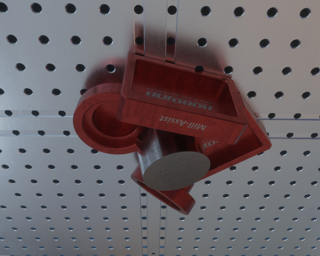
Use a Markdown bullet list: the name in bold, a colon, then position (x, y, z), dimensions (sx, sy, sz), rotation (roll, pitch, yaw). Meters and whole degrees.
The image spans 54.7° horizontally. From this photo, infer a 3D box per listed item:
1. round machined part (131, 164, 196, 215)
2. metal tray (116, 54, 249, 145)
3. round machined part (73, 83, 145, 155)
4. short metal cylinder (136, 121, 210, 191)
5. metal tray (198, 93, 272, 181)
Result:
- **round machined part**: position (0.010, 0.080, 0.446), dimensions (0.098, 0.042, 0.098), rotation (31, 164, 11)
- **metal tray**: position (0.023, -0.034, 0.340), dimensions (0.131, 0.090, 0.030), rotation (12, 129, -11)
- **round machined part**: position (-0.054, -0.015, 0.387), dimensions (0.099, 0.042, 0.097), rotation (-1, 130, 0)
- **short metal cylinder**: position (0.015, 0.033, 0.375), dimensions (0.081, 0.050, 0.080), rotation (-9, 140, -8)
- **metal tray**: position (0.072, 0.019, 0.425), dimensions (0.130, 0.030, 0.090), rotation (-29, 125, 22)
